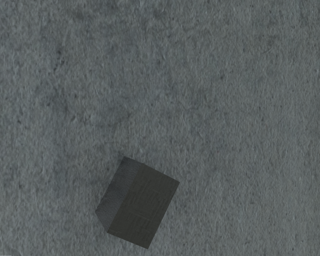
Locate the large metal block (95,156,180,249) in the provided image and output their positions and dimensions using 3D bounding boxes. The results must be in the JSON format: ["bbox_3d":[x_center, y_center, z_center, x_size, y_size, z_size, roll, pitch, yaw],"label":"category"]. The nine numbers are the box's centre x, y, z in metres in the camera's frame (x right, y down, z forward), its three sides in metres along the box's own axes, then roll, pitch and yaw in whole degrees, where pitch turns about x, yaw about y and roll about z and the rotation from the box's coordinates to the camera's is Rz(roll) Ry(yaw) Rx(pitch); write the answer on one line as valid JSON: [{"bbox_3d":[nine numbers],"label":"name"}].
[{"bbox_3d":[-0.030,0.084,0.370,0.050,0.080,0.080,30,80,-18],"label":"large metal block"}]
